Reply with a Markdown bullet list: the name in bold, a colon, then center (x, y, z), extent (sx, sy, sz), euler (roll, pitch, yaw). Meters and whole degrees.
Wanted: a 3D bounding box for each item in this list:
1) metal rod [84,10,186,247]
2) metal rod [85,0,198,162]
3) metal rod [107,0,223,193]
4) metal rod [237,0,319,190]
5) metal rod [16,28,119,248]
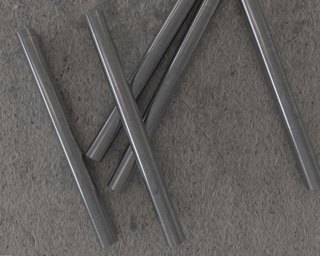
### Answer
- **metal rod**: center (-0.031, 0.001, 0.383), extent (0.025, 0.025, 0.299), euler (-20, 90, 0)
- **metal rod**: center (-0.011, -0.090, 0.409), extent (0.025, 0.025, 0.299), euler (31, 90, 0)
- **metal rod**: center (0.010, -0.053, 0.409), extent (0.025, 0.025, 0.299), euler (27, 90, 0)
- **metal rod**: center (0.155, -0.063, 0.410), extent (0.025, 0.025, 0.299), euler (-20, 90, 0)
- **metal rod**: center (-0.122, 0.013, 0.408), extent (0.025, 0.025, 0.299), euler (-22, 90, 0)
